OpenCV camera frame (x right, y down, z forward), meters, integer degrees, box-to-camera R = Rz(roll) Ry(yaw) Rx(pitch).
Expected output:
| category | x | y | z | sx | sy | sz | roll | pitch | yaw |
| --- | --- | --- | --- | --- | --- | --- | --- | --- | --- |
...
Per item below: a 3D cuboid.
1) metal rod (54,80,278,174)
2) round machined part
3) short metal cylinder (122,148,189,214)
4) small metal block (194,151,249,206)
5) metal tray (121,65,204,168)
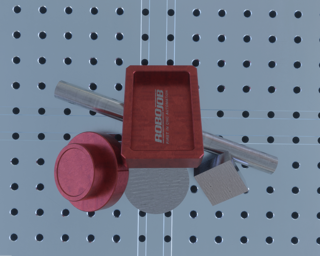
| category | x | y | z | sx | sy | sz | roll | pitch | yaw |
| --- | --- | --- | --- | --- | --- | --- | --- | --- | --- |
| metal rod | 0.008 | -0.001 | 0.410 | 0.301 | 0.025 | 0.025 | 20 | 90 | 0 |
| round machined part | -0.090 | 0.053 | 0.377 | 0.098 | 0.042 | 0.097 | -3 | 84 | 32 |
| short metal cylinder | -0.005 | 0.064 | 0.397 | 0.081 | 0.050 | 0.079 | 0 | 90 | 0 |
| small metal block | 0.078 | 0.065 | 0.399 | 0.050 | 0.025 | 0.050 | -28 | 106 | 16 |
| metal tray | 0.002 | -0.017 | 0.378 | 0.091 | 0.030 | 0.130 | 0 | 61 | -1 |
